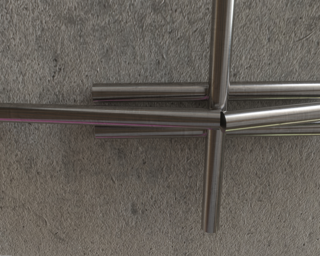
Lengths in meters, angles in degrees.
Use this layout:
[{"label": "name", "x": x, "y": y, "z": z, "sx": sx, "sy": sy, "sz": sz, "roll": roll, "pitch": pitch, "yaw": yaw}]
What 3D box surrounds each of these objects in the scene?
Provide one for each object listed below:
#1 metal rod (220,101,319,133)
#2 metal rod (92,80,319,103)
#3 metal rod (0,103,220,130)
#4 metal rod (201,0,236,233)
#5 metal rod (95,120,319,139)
[{"label": "metal rod", "x": 0.220, "y": -0.023, "z": 0.379, "sx": 0.302, "sy": 0.025, "sz": 0.025, "roll": -6, "pitch": 111, "yaw": -9}, {"label": "metal rod", "x": 0.067, "y": -0.046, "z": 0.394, "sx": 0.302, "sy": 0.025, "sz": 0.025, "roll": -1, "pitch": 110, "yaw": -1}, {"label": "metal rod", "x": -0.080, "y": -0.015, "z": 0.377, "sx": 0.302, "sy": 0.025, "sz": 0.025, "roll": 2, "pitch": 111, "yaw": 9}, {"label": "metal rod", "x": 0.070, "y": 0.001, "z": 0.386, "sx": 0.025, "sy": 0.025, "sz": 0.298, "roll": 0, "pitch": 110, "yaw": 0}, {"label": "metal rod", "x": 0.067, "y": 0.000, "z": 0.411, "sx": 0.302, "sy": 0.025, "sz": 0.025, "roll": -1, "pitch": 110, "yaw": -1}]
